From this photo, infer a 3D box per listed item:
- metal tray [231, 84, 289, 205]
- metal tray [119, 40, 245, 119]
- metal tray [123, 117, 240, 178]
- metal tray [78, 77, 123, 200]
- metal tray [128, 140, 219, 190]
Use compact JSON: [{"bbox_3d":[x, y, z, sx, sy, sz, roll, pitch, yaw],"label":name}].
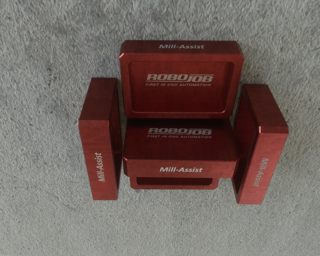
[{"bbox_3d":[0.114,0.022,0.385,0.030,0.090,0.129,1,130,-1],"label":"metal tray"},{"bbox_3d":[0.023,-0.054,0.360,0.131,0.030,0.089,0,133,-1],"label":"metal tray"},{"bbox_3d":[0.024,0.017,0.383,0.131,0.090,0.030,1,131,-1],"label":"metal tray"},{"bbox_3d":[-0.067,0.015,0.378,0.030,0.090,0.129,1,131,-1],"label":"metal tray"},{"bbox_3d":[0.021,0.049,0.449,0.131,0.030,0.089,0,129,-1],"label":"metal tray"}]
